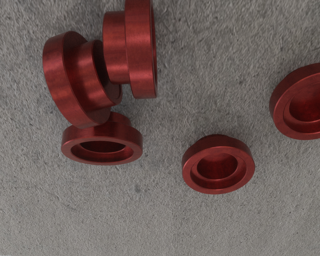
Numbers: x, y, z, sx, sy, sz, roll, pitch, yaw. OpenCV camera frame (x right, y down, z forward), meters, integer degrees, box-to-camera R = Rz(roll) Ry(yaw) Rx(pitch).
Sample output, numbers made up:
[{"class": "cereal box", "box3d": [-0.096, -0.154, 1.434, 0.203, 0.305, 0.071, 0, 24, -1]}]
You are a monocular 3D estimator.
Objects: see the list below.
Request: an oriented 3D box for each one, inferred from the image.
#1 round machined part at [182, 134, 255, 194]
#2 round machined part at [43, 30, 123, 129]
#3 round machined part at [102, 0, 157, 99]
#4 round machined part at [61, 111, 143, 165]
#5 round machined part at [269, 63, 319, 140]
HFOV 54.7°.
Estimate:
[{"class": "round machined part", "box3d": [0.080, 0.047, 0.437, 0.099, 0.042, 0.097, 0, 130, 0]}, {"class": "round machined part", "box3d": [-0.071, -0.051, 0.315, 0.042, 0.098, 0.098, -15, 129, 12]}, {"class": "round machined part", "box3d": [-0.027, -0.076, 0.294, 0.042, 0.098, 0.097, -3, 130, 2]}, {"class": "round machined part", "box3d": [-0.071, 0.012, 0.390, 0.099, 0.042, 0.098, -2, 154, 0]}, {"class": "round machined part", "box3d": [0.180, -0.035, 0.368, 0.099, 0.042, 0.097, 0, 130, 0]}]
